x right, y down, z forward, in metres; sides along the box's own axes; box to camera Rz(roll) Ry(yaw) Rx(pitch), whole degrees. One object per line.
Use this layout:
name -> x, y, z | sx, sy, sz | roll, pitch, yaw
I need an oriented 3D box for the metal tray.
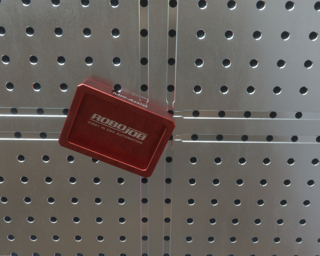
metal tray -> -0.056, 0.002, 0.410 | 0.131, 0.030, 0.089 | 22, 109, -8
